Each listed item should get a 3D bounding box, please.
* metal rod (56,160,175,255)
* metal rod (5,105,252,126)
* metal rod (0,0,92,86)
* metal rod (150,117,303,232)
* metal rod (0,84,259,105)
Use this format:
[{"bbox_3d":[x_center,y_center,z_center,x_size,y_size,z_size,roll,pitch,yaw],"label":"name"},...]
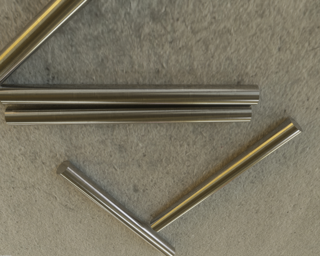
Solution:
[{"bbox_3d":[-0.061,0.153,0.536,0.025,0.025,0.300,-26,126,20],"label":"metal rod"},{"bbox_3d":[-0.039,-0.018,0.391,0.302,0.025,0.025,-1,130,0],"label":"metal rod"},{"bbox_3d":[-0.101,-0.114,0.307,0.300,0.025,0.025,-32,124,23],"label":"metal rod"},{"bbox_3d":[0.085,0.085,0.480,0.025,0.025,0.299,31,123,-24],"label":"metal rod"},{"bbox_3d":[-0.035,-0.040,0.372,0.302,0.025,0.025,0,130,-1],"label":"metal rod"}]
